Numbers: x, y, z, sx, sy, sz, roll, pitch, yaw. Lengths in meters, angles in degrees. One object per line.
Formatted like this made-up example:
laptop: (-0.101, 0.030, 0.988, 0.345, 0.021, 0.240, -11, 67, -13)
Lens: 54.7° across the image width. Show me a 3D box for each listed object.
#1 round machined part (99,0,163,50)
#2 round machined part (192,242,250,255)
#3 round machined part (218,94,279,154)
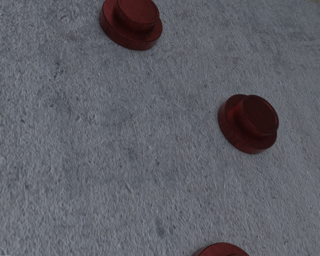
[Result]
round machined part: (-0.040, -0.171, 0.475, 0.099, 0.042, 0.098, 14, 56, -21)
round machined part: (0.075, 0.172, 0.328, 0.099, 0.042, 0.098, 14, 56, -21)
round machined part: (0.142, -0.012, 0.476, 0.099, 0.042, 0.098, 14, 56, -21)
